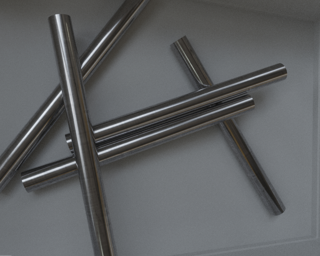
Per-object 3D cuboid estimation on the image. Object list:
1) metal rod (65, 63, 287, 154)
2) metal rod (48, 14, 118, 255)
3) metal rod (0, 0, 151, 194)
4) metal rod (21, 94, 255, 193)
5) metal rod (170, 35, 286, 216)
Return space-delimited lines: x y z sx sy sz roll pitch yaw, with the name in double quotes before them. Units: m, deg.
"metal rod" 0.030 -0.030 0.402 0.302 0.025 0.025 -19 97 -12
"metal rod" -0.084 0.024 0.346 0.025 0.025 0.298 -11 90 -20
"metal rod" -0.105 -0.054 0.372 0.025 0.025 0.300 38 78 -17
"metal rod" -0.016 0.014 0.390 0.302 0.025 0.025 -19 97 -14
"metal rod" 0.103 0.004 0.450 0.025 0.025 0.299 -36 102 -17
